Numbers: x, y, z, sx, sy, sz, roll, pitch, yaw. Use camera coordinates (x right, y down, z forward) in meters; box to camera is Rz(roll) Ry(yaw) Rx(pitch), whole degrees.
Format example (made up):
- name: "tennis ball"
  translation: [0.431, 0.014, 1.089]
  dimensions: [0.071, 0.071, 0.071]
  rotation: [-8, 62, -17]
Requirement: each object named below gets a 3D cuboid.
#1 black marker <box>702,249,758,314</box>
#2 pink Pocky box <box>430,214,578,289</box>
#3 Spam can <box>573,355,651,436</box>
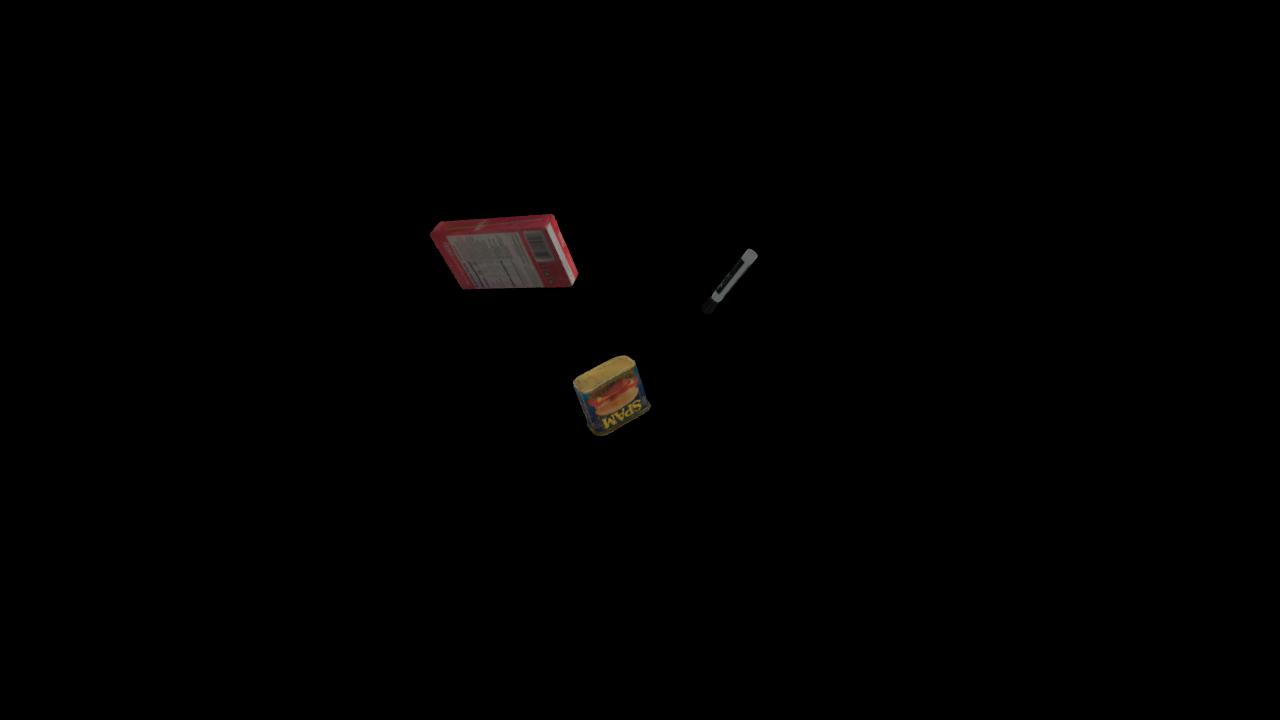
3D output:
- name: "black marker"
  translation: [0.130, -0.113, 0.906]
  dimensions: [0.020, 0.020, 0.121]
  rotation: [0, -41, -43]
- name: "pink Pocky box"
  translation: [-0.154, -0.121, 0.700]
  dimensions: [0.155, 0.029, 0.084]
  rotation: [1, -43, 22]
- name: "Spam can"
  translation: [-0.043, 0.052, 0.935]
  dimensions: [0.101, 0.085, 0.058]
  rotation: [-29, 33, -19]
